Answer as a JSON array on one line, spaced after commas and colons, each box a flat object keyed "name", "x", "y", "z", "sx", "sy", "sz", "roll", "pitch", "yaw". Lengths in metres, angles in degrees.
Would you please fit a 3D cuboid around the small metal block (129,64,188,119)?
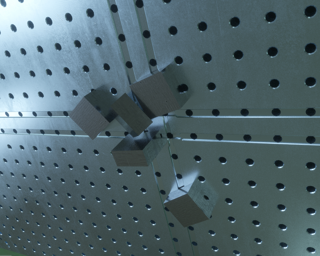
[{"name": "small metal block", "x": -0.001, "y": -0.043, "z": 0.384, "sx": 0.050, "sy": 0.025, "sz": 0.050, "roll": -19, "pitch": 109, "yaw": 35}]

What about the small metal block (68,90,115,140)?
[{"name": "small metal block", "x": -0.096, "y": -0.018, "z": 0.449, "sx": 0.050, "sy": 0.025, "sz": 0.050, "roll": 46, "pitch": 129, "yaw": -5}]

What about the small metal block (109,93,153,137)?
[{"name": "small metal block", "x": -0.040, "y": -0.015, "z": 0.405, "sx": 0.050, "sy": 0.025, "sz": 0.050, "roll": 47, "pitch": 168, "yaw": -5}]

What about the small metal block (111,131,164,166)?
[{"name": "small metal block", "x": -0.030, "y": 0.028, "z": 0.427, "sx": 0.050, "sy": 0.050, "sz": 0.025, "roll": -4, "pitch": 116, "yaw": 30}]

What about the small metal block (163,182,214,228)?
[{"name": "small metal block", "x": 0.043, "y": 0.115, "z": 0.459, "sx": 0.050, "sy": 0.025, "sz": 0.050, "roll": -33, "pitch": 100, "yaw": 38}]
